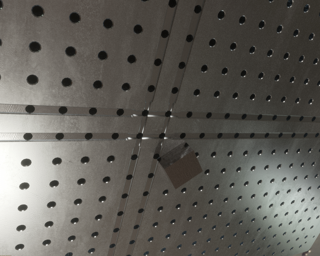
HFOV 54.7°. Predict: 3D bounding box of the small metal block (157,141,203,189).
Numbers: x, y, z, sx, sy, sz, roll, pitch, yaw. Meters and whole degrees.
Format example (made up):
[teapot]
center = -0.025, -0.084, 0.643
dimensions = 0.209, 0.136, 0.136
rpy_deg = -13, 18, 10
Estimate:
[small metal block]
center = 0.031, 0.056, 0.465
dimensions = 0.050, 0.025, 0.050
rpy_deg = -33, 129, -7
